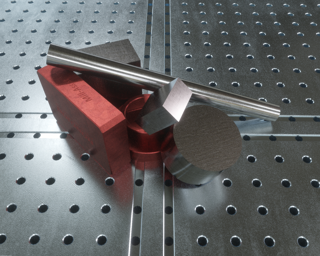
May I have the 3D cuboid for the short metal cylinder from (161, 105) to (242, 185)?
[{"bbox_3d":[0.047,0.020,0.360,0.081,0.050,0.080,7,62,-13],"label":"short metal cylinder"}]

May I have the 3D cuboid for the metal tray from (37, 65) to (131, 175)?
[{"bbox_3d":[-0.091,-0.013,0.374,0.030,0.089,0.130,-36,59,-26],"label":"metal tray"}]

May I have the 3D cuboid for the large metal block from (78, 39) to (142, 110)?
[{"bbox_3d":[-0.071,-0.067,0.425,0.081,0.080,0.050,-17,52,-14],"label":"large metal block"}]

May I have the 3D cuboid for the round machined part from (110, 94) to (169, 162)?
[{"bbox_3d":[-0.016,-0.007,0.406,0.099,0.042,0.098,0,50,0],"label":"round machined part"}]

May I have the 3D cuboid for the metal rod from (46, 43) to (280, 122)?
[{"bbox_3d":[0.017,-0.052,0.390,0.302,0.025,0.025,13,48,-15],"label":"metal rod"}]

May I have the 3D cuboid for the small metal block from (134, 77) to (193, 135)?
[{"bbox_3d":[0.004,-0.024,0.355,0.025,0.050,0.050,44,49,-20],"label":"small metal block"}]
